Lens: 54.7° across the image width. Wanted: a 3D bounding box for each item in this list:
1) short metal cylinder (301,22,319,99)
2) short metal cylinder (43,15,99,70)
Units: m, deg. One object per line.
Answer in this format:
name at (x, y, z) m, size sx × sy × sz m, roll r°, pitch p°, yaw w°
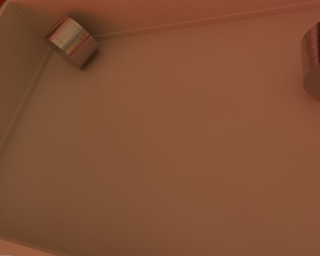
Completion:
short metal cylinder at (0.188, -0.069, 0.314) m, size 0.080 × 0.080 × 0.050 m, roll -5°, pitch 60°, yaw 25°
short metal cylinder at (-0.154, -0.148, 0.539) m, size 0.080 × 0.080 × 0.050 m, roll 31°, pitch 79°, yaw 37°
